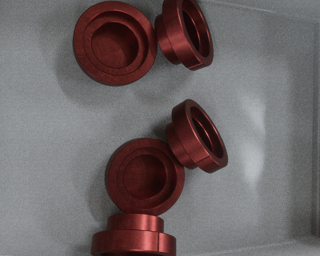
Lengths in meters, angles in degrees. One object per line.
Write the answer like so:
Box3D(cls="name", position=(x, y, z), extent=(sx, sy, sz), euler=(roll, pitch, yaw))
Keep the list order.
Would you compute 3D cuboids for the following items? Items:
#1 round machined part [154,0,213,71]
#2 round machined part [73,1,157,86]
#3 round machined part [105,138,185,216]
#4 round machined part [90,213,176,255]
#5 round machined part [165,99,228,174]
Box3D(cls="round machined part", position=(0.029, -0.119, 0.395), extent=(0.098, 0.042, 0.098), euler=(33, 50, -49))
Box3D(cls="round machined part", position=(-0.056, -0.100, 0.380), extent=(0.099, 0.042, 0.097), euler=(0, 91, -18))
Box3D(cls="round machined part", position=(-0.022, 0.061, 0.395), extent=(0.099, 0.042, 0.097), euler=(0, 90, -21))
Box3D(cls="round machined part", position=(-0.030, 0.130, 0.368), extent=(0.099, 0.097, 0.042), euler=(14, 58, -20))
Box3D(cls="round machined part", position=(0.044, 0.015, 0.400), extent=(0.042, 0.098, 0.098), euler=(-32, 104, 23))
